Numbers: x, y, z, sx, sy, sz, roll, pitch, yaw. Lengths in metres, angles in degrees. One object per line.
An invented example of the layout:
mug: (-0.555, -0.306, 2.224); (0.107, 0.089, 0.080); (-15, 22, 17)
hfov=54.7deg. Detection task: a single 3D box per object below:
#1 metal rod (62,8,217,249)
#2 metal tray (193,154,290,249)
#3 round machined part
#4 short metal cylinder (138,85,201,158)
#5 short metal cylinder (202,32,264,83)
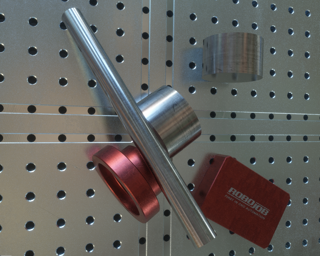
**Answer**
metal rod: (-0.031, -0.012, 0.340); (0.025, 0.025, 0.299); (-27, 76, -18)
metal tray: (0.120, 0.107, 0.454); (0.130, 0.030, 0.090); (32, 80, -17)
round machined part: (-0.033, 0.059, 0.362); (0.042, 0.098, 0.098); (-37, 102, -23)
short metal cylinder: (0.005, -0.006, 0.385); (0.050, 0.080, 0.080); (-37, 102, -16)
short metal cylinder: (0.098, -0.092, 0.419); (0.081, 0.080, 0.050); (2, 90, -20)
